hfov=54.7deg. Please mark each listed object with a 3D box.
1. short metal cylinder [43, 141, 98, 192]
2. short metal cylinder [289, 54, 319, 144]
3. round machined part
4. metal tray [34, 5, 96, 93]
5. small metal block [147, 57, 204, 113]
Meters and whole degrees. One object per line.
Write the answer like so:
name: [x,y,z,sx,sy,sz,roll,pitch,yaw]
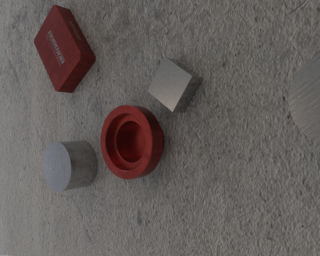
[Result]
short metal cylinder: [-0.149,0.061,0.511,0.080,0.050,0.080,0,90,40]
short metal cylinder: [0.157,-0.024,0.259,0.080,0.050,0.080,0,90,40]
round machined part: [-0.033,0.018,0.421,0.098,0.042,0.097,0,90,40]
metal tray: [-0.170,-0.137,0.542,0.090,0.030,0.130,-44,64,31]
small metal block: [0.019,-0.054,0.390,0.050,0.025,0.050,42,115,31]
